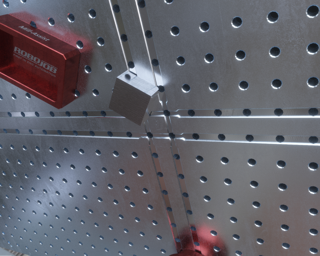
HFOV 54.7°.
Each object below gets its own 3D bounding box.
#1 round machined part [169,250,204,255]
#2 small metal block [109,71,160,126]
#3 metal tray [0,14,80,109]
[{"bbox_3d":[0.053,0.248,0.526,0.098,0.042,0.097,13,124,21],"label":"round machined part"},{"bbox_3d":[-0.035,-0.039,0.406,0.050,0.025,0.050,30,128,9],"label":"small metal block"},{"bbox_3d":[-0.182,-0.095,0.445,0.130,0.030,0.089,28,128,10],"label":"metal tray"}]
